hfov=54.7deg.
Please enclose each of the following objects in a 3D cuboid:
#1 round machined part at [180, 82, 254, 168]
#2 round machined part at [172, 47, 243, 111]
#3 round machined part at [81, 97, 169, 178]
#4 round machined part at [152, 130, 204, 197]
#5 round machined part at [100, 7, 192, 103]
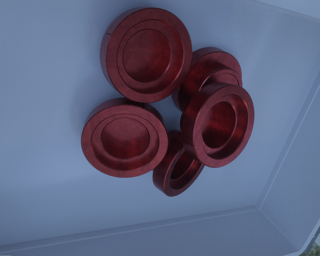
[{"bbox_3d":[0.063,-0.006,0.365,0.099,0.042,0.097,-13,113,-33],"label":"round machined part"},{"bbox_3d":[0.068,-0.052,0.404,0.099,0.042,0.097,-14,124,-21],"label":"round machined part"},{"bbox_3d":[-0.041,0.008,0.368,0.099,0.042,0.097,-3,119,-4],"label":"round machined part"},{"bbox_3d":[0.024,0.041,0.424,0.099,0.042,0.097,-34,141,-33],"label":"round machined part"},{"bbox_3d":[-0.018,-0.079,0.335,0.099,0.042,0.097,-12,117,-25],"label":"round machined part"}]
